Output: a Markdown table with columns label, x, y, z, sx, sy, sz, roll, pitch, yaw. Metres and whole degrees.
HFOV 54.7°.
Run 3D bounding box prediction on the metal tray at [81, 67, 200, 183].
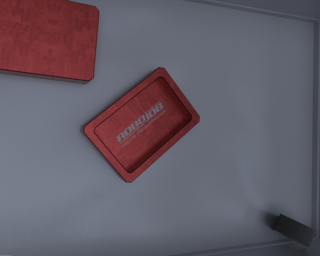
| label | x | y | z | sx | sy | sz | roll | pitch | yaw |
| --- | --- | --- | --- | --- | --- | --- | --- | --- | --- |
| metal tray | -0.023 | -0.005 | 0.400 | 0.130 | 0.030 | 0.090 | -41 | 103 | -16 |

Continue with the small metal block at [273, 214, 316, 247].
| label | x | y | z | sx | sy | sz | roll | pitch | yaw |
| --- | --- | --- | --- | --- | --- | --- | --- | --- | --- |
| small metal block | 0.199 | 0.153 | 0.462 | 0.050 | 0.050 | 0.025 | 23 | 79 | 25 |

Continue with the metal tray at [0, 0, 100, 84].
| label | x | y | z | sx | sy | sz | roll | pitch | yaw |
| --- | --- | --- | --- | --- | --- | --- | --- | --- | --- |
| metal tray | -0.141 | -0.104 | 0.356 | 0.131 | 0.030 | 0.089 | 5 | 88 | -20 |
